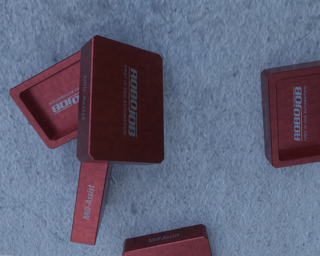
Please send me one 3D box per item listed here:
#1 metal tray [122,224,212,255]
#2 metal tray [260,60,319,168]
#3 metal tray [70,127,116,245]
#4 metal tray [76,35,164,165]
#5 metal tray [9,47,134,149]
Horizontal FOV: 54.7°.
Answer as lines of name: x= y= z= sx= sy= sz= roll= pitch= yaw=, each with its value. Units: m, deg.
metal tray: x=0.016 y=0.207 z=0.484 sx=0.131 sy=0.030 sz=0.089 roll=-13 pitch=110 yaw=4
metal tray: x=0.184 y=-0.017 z=0.403 sx=0.091 sy=0.030 sz=0.129 roll=-9 pitch=110 yaw=3
metal tray: x=-0.083 y=0.071 z=0.400 sx=0.030 sy=0.090 sz=0.129 roll=11 pitch=110 yaw=-4
metal tray: x=-0.041 y=-0.026 z=0.340 sx=0.091 sy=0.030 sz=0.129 roll=8 pitch=75 yaw=-36
metal tray: x=-0.106 y=-0.041 z=0.390 sx=0.130 sy=0.030 sz=0.090 roll=-26 pitch=108 yaw=9
